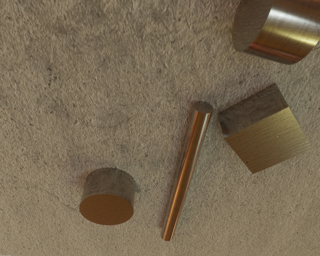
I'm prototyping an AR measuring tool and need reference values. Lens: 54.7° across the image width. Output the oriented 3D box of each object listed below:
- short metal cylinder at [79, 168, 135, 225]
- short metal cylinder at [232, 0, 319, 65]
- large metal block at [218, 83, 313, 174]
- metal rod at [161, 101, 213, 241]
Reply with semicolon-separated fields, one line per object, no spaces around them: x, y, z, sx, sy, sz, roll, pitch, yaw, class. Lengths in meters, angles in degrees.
-0.080;0.107;0.481;0.081;0.050;0.079;0;130;0;short metal cylinder
0.108;-0.103;0.284;0.050;0.080;0.079;12;129;-10;short metal cylinder
0.132;0.003;0.395;0.080;0.050;0.080;-29;125;22;large metal block
0.034;0.087;0.481;0.025;0.025;0.298;6;130;-5;metal rod
